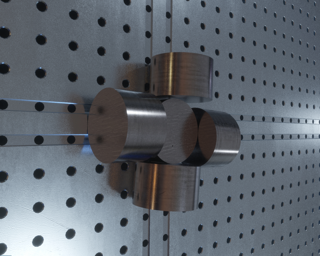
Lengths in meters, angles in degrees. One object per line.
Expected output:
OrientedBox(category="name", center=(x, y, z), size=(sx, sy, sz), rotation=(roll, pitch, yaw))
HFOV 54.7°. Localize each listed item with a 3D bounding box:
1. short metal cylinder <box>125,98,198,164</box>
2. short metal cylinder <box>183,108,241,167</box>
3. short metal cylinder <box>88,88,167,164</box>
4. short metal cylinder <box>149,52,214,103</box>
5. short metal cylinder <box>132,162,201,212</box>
OrientedBox(category="short metal cylinder", center=(0.002, 0.004, 0.395), size=(0.081, 0.050, 0.080), rotation=(0, 90, -41))
OrientedBox(category="short metal cylinder", center=(0.063, 0.014, 0.426), size=(0.050, 0.080, 0.080), rotation=(5, 87, -40))
OrientedBox(category="short metal cylinder", center=(-0.038, -0.002, 0.341), size=(0.050, 0.080, 0.080), rotation=(2, 89, -41))
OrientedBox(category="short metal cylinder", center=(0.027, -0.061, 0.395), size=(0.081, 0.080, 0.050), rotation=(4, 88, -40))
OrientedBox(category="short metal cylinder", center=(0.008, 0.068, 0.378), size=(0.081, 0.080, 0.050), rotation=(8, 85, -40))
